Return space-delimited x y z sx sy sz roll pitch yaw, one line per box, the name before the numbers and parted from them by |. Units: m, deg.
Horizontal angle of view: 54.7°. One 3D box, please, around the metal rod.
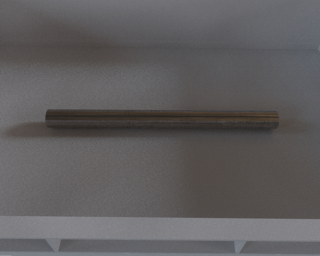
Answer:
metal rod | 0.003 -0.012 0.412 0.302 0.025 0.025 0 50 0
